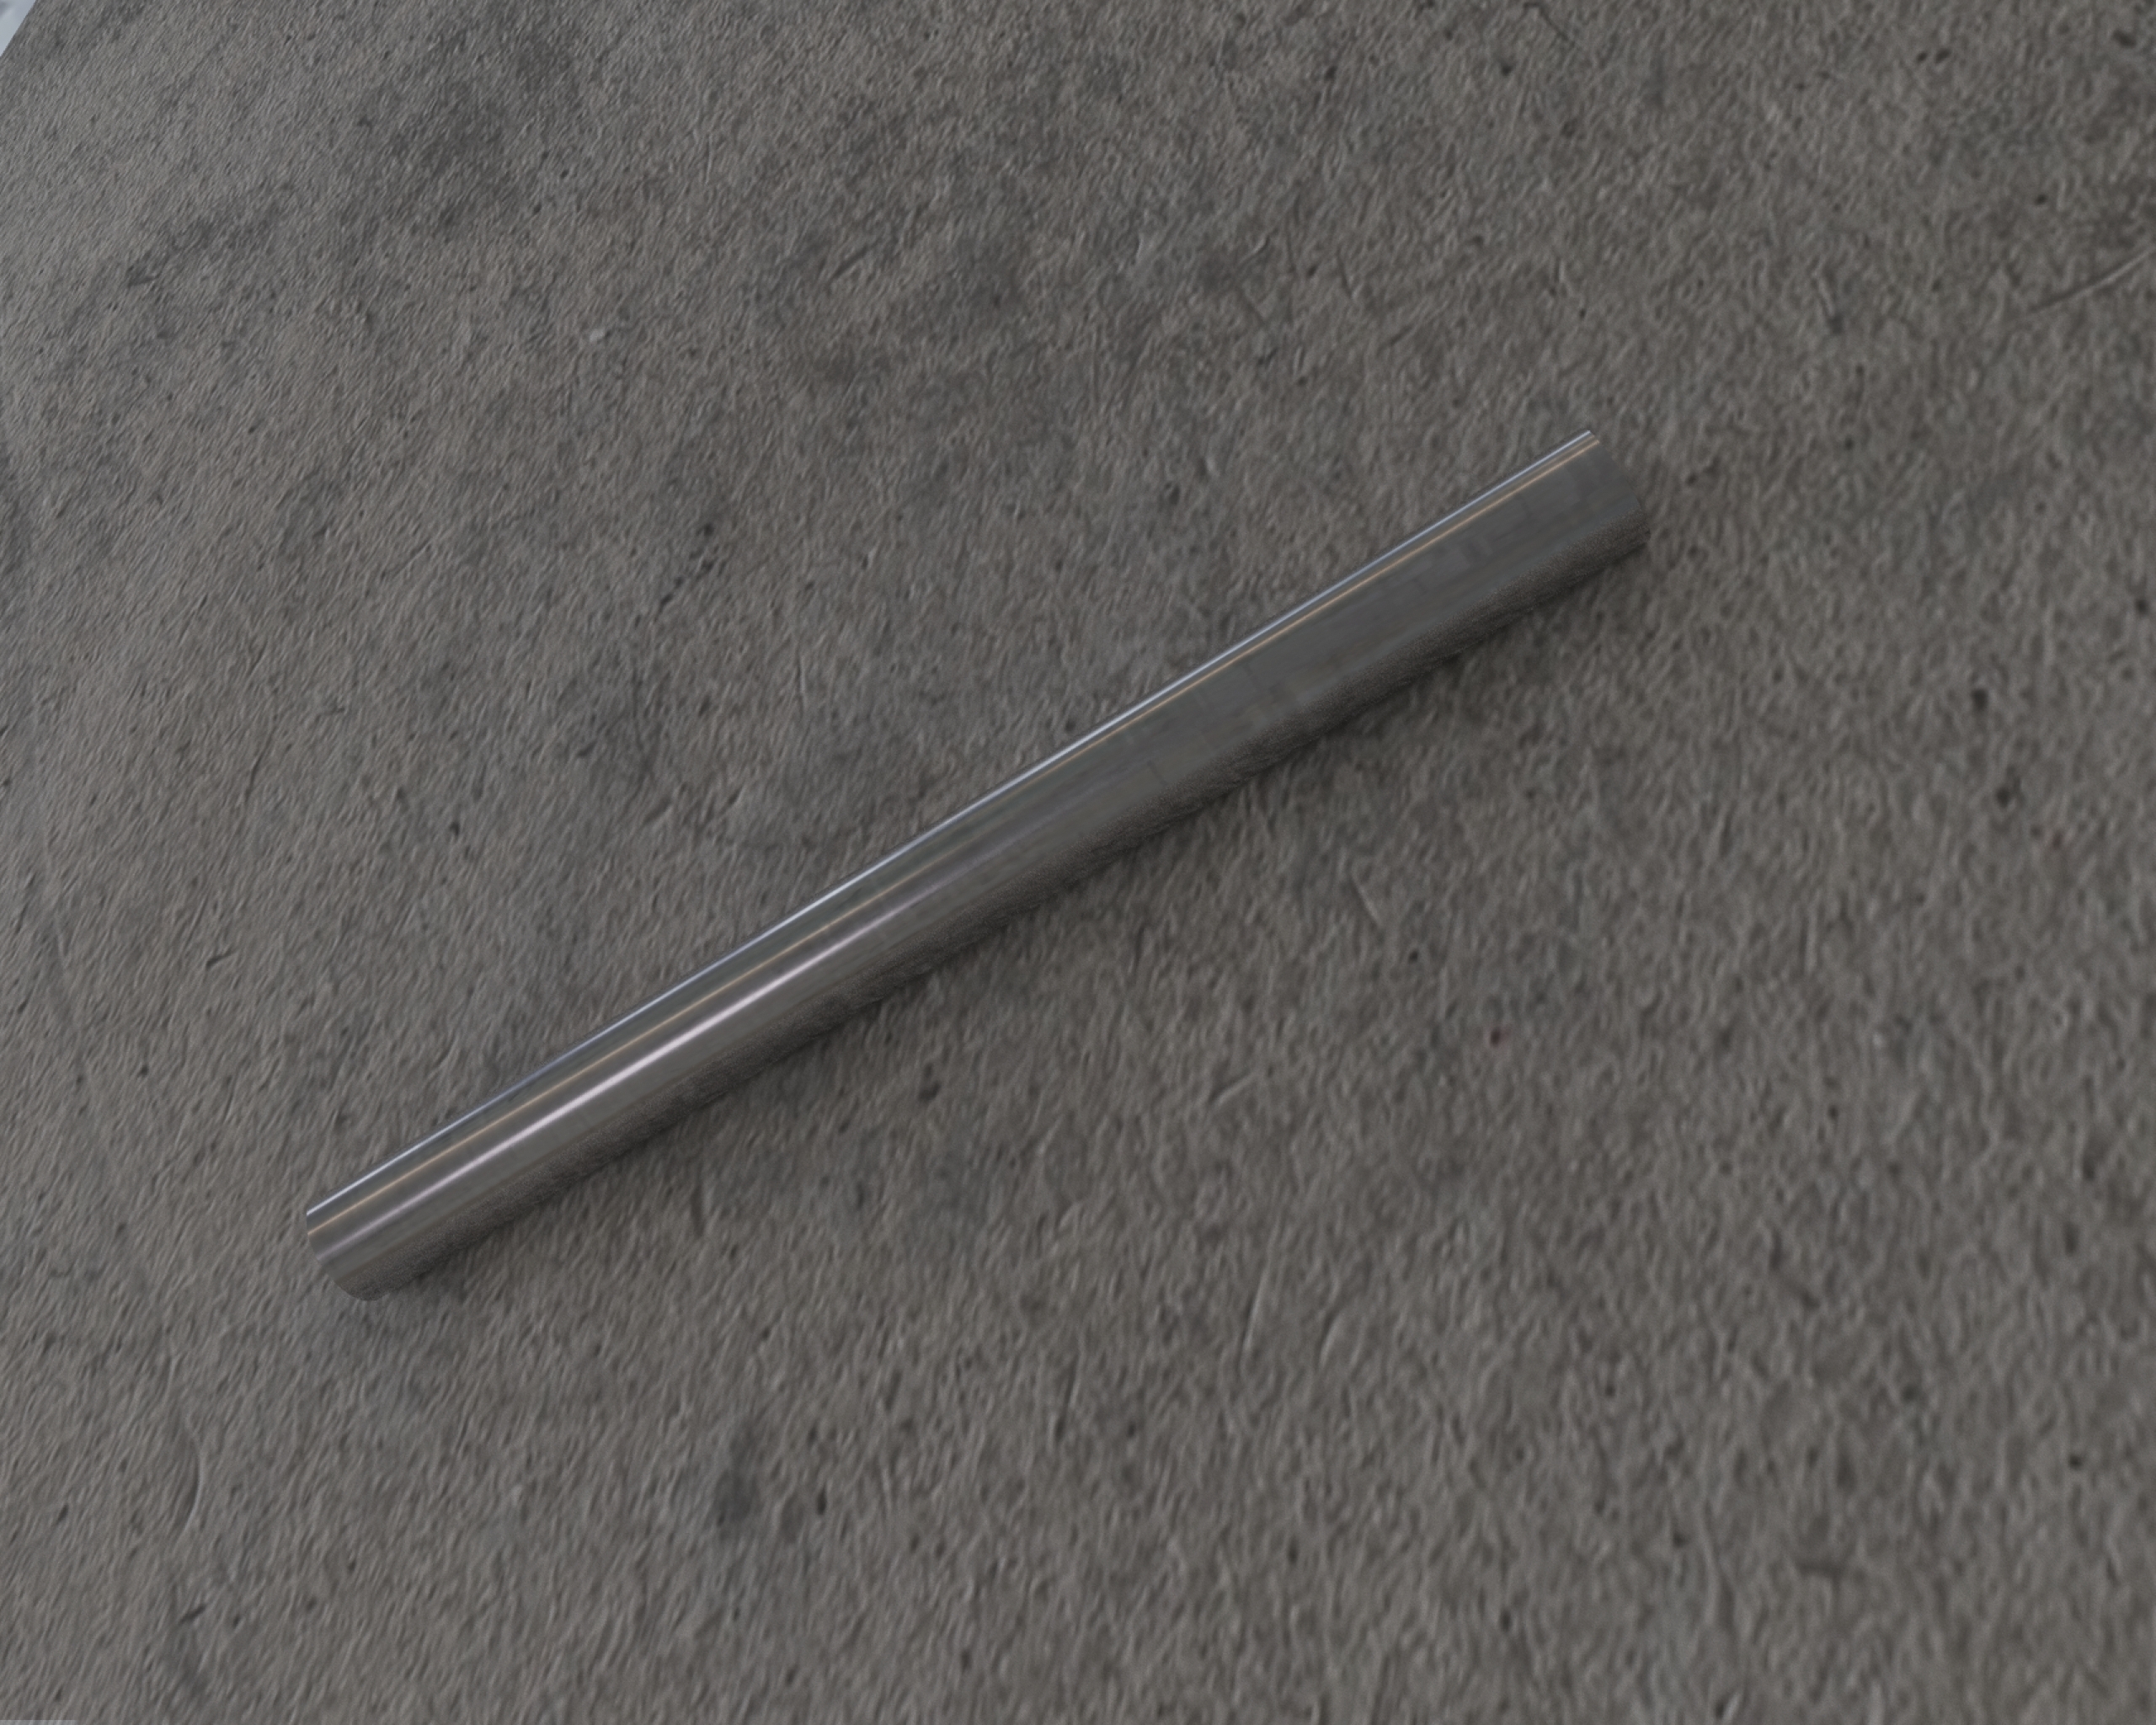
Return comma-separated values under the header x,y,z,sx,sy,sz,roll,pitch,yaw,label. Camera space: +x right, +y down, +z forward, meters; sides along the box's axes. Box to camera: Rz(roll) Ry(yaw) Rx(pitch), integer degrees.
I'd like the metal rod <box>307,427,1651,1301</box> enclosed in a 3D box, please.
x,y,z,sx,sy,sz,roll,pitch,yaw,label
-0.025,0.004,0.417,0.300,0.025,0.025,-31,52,8,metal rod
